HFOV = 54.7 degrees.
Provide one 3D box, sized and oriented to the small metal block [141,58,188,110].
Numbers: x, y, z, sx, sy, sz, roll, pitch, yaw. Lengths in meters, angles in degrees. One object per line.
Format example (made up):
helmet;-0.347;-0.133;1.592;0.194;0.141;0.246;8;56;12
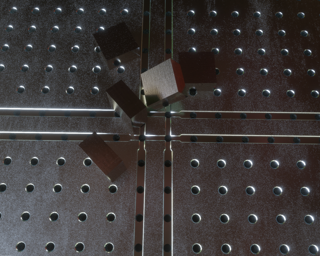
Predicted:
small metal block;0.005;-0.058;0.420;0.050;0.025;0.050;-23;68;29

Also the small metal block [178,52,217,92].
small metal block;0.052;-0.080;0.442;0.050;0.025;0.050;-1;70;-1

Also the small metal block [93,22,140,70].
small metal block;-0.063;-0.121;0.455;0.050;0.025;0.050;-26;72;-9

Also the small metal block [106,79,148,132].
small metal block;-0.043;-0.028;0.408;0.025;0.050;0.050;-39;75;-13

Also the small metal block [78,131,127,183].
small metal block;-0.070;0.037;0.384;0.025;0.050;0.050;-42;76;-14
